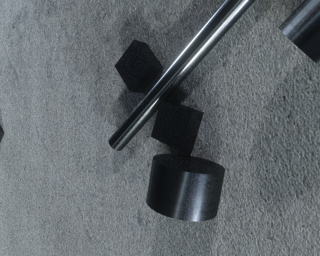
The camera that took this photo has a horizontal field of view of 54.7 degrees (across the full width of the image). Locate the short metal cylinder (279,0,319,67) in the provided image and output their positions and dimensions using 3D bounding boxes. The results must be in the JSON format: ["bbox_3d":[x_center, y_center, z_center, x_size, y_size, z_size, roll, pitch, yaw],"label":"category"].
[{"bbox_3d":[0.145,-0.075,0.250,0.050,0.081,0.080,-49,61,29],"label":"short metal cylinder"}]

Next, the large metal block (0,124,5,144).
[{"bbox_3d":[-0.421,0.014,0.737,0.080,0.050,0.080,51,120,28],"label":"large metal block"}]

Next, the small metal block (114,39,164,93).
[{"bbox_3d":[-0.030,-0.085,0.430,0.050,0.025,0.050,-46,63,30],"label":"small metal block"}]

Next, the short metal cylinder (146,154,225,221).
[{"bbox_3d":[0.028,0.063,0.346,0.080,0.081,0.050,15,99,39],"label":"short metal cylinder"}]

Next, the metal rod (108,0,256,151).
[{"bbox_3d":[0.024,-0.071,0.385,0.299,0.025,0.025,-47,62,29],"label":"metal rod"}]

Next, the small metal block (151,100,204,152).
[{"bbox_3d":[0.021,-0.004,0.388,0.050,0.025,0.050,25,106,37],"label":"small metal block"}]
